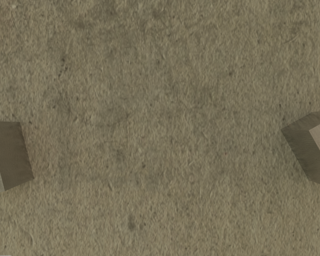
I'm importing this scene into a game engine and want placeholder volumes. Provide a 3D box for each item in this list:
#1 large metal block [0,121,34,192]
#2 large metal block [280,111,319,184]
[{"bbox_3d":[-0.205,0.037,0.380,0.050,0.080,0.080,-14,90,0],"label":"large metal block"},{"bbox_3d":[0.207,0.025,0.385,0.050,0.080,0.080,-29,90,0],"label":"large metal block"}]
